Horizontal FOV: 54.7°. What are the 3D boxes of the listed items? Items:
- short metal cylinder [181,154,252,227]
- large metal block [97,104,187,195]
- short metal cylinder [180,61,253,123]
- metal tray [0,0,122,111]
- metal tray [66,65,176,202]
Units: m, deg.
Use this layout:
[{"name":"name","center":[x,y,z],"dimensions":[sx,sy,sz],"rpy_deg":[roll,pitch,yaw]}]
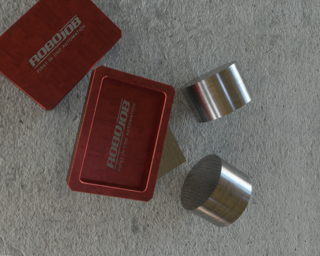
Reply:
[{"name":"short metal cylinder","center":[0.072,0.081,0.406],"dimensions":[0.050,0.080,0.080],"rpy_deg":[33,79,-17]},{"name":"large metal block","center":[-0.027,0.024,0.386],"dimensions":[0.080,0.050,0.080],"rpy_deg":[-30,100,-18]},{"name":"short metal cylinder","center":[0.073,-0.048,0.407],"dimensions":[0.080,0.080,0.050],"rpy_deg":[-31,100,-17]},{"name":"metal tray","center":[-0.120,-0.095,0.362],"dimensions":[0.090,0.030,0.130],"rpy_deg":[43,76,-15]},{"name":"metal tray","center":[-0.042,0.008,0.337],"dimensions":[0.091,0.030,0.129],"rpy_deg":[14,85,-20]}]
